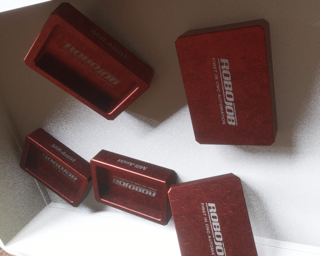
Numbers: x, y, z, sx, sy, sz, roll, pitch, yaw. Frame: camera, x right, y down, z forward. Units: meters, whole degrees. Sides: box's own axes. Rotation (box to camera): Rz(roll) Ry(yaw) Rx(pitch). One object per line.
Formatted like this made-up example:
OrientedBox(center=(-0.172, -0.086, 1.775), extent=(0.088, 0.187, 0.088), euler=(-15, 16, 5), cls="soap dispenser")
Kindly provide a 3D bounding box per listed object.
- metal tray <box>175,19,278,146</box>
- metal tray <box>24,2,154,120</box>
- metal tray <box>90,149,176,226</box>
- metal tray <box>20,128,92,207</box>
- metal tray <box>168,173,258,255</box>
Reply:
OrientedBox(center=(0.075, -0.044, 0.338), extent=(0.090, 0.030, 0.129), euler=(0, 118, 28), cls="metal tray")
OrientedBox(center=(-0.085, -0.074, 0.376), extent=(0.130, 0.030, 0.090), euler=(36, 132, -20), cls="metal tray")
OrientedBox(center=(-0.042, 0.092, 0.482), extent=(0.130, 0.030, 0.089), euler=(14, 124, 20), cls="metal tray")
OrientedBox(center=(-0.178, 0.071, 0.540), extent=(0.130, 0.030, 0.089), euler=(35, 129, 4), cls="metal tray")
OrientedBox(center=(0.067, 0.130, 0.391), extent=(0.090, 0.030, 0.129), euler=(-12, 86, 4), cls="metal tray")
